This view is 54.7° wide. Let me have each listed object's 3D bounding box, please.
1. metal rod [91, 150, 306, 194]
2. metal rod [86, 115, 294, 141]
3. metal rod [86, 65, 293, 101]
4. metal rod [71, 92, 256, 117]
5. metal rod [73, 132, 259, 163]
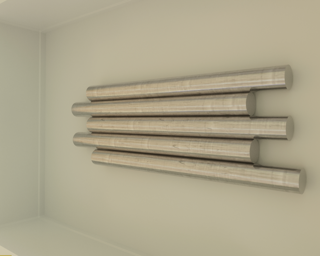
[{"bbox_3d":[0.019,0.048,0.388,0.300,0.025,0.025,1,91,39],"label":"metal rod"},{"bbox_3d":[0.010,-0.002,0.395,0.300,0.025,0.025,1,91,39],"label":"metal rod"},{"bbox_3d":[0.009,-0.052,0.396,0.300,0.025,0.025,1,91,39],"label":"metal rod"},{"bbox_3d":[-0.020,-0.028,0.420,0.300,0.025,0.025,1,91,39],"label":"metal rod"},{"bbox_3d":[-0.017,0.022,0.417,0.300,0.025,0.025,1,91,39],"label":"metal rod"}]
